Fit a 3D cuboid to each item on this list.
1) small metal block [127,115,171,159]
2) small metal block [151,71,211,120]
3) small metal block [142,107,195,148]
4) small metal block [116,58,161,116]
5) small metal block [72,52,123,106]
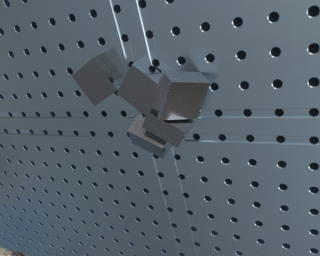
[{"bbox_3d":[-0.012,0.013,0.411,0.050,0.025,0.050,26,162,12],"label":"small metal block"},{"bbox_3d":[0.023,-0.037,0.356,0.025,0.050,0.050,57,140,43],"label":"small metal block"},{"bbox_3d":[0.014,-0.010,0.382,0.050,0.050,0.025,30,128,9],"label":"small metal block"},{"bbox_3d":[-0.020,-0.050,0.391,0.050,0.025,0.050,38,129,3],"label":"small metal block"},{"bbox_3d":[-0.081,-0.065,0.415,0.050,0.025,0.050,-27,104,37],"label":"small metal block"}]
